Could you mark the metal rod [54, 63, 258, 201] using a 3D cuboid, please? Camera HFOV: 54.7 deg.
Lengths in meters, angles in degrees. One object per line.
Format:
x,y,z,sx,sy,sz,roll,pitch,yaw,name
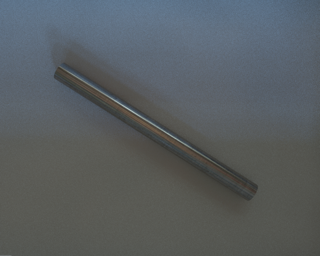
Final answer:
-0.005,0.005,0.409,0.301,0.025,0.025,32,90,-1,metal rod
